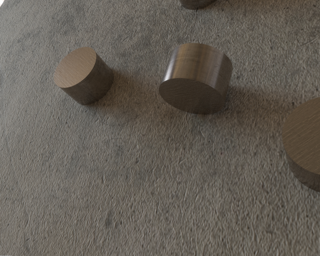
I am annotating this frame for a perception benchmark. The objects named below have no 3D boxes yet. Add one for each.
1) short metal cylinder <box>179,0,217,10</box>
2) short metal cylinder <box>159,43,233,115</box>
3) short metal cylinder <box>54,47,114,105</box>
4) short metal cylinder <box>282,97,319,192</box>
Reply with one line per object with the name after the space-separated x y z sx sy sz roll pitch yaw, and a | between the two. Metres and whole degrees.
0.061 -0.241 0.504 0.080 0.050 0.080 -13 56 21 | short metal cylinder
0.044 -0.058 0.381 0.080 0.080 0.050 4 64 30 | short metal cylinder
-0.123 -0.084 0.505 0.080 0.050 0.080 -13 56 21 | short metal cylinder
0.161 0.017 0.293 0.080 0.050 0.080 -13 56 21 | short metal cylinder
